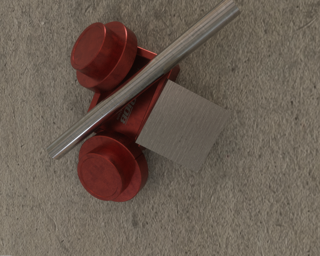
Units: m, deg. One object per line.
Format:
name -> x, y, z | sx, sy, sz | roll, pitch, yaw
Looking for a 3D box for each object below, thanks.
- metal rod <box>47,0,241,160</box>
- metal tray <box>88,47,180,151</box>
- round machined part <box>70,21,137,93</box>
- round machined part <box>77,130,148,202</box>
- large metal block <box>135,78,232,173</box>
metal rod -> -0.032, -0.053, 0.390 | 0.300, 0.025, 0.025 | -37, 78, 16
metal tray -> -0.040, -0.043, 0.421 | 0.090, 0.030, 0.129 | 26, 98, 18
round machined part -> -0.080, -0.098, 0.408 | 0.098, 0.042, 0.098 | -19, 59, 34
round machined part -> -0.068, 0.056, 0.407 | 0.098, 0.042, 0.097 | 10, 115, 23
large metal block -> 0.026, -0.005, 0.372 | 0.080, 0.050, 0.080 | 27, 99, -7
